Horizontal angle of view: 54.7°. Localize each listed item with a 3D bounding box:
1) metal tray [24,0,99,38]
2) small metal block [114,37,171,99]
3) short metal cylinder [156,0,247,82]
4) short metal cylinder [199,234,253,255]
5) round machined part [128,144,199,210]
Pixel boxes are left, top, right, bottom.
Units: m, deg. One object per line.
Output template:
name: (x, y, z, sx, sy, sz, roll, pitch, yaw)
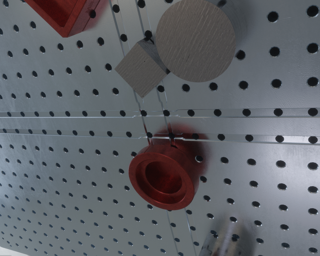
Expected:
metal tray: (-0.107, -0.181, 0.352, 0.090, 0.030, 0.129, 44, 129, -3)
small metal block: (-0.019, -0.072, 0.376, 0.050, 0.025, 0.050, 47, 129, -5)
short metal cylinder: (0.043, -0.093, 0.315, 0.080, 0.050, 0.079, 13, 124, 21)
short metal cylinder: (0.097, 0.212, 0.475, 0.080, 0.050, 0.079, 13, 124, 21)
round machined part: (0.009, 0.064, 0.435, 0.098, 0.042, 0.097, 13, 124, 21)
